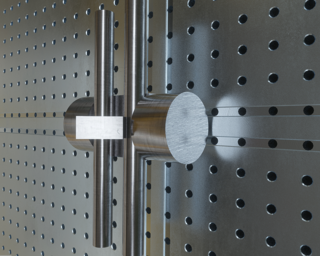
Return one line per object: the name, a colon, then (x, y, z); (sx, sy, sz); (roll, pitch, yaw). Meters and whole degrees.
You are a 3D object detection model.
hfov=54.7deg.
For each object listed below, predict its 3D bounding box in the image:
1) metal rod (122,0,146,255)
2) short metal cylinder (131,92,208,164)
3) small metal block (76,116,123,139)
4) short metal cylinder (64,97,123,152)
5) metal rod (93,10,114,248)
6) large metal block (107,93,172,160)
metal rod: (-0.030, 0.000, 0.365); (0.025, 0.025, 0.298); (1, 91, 40)
short metal cylinder: (0.013, 0.000, 0.358); (0.050, 0.081, 0.079); (1, 91, 41)
small metal block: (-0.068, -0.001, 0.363); (0.050, 0.050, 0.025); (-171, 81, -84)
short metal cylinder: (-0.088, -0.005, 0.441); (0.050, 0.081, 0.079); (2, 91, 40)
metal rod: (-0.073, 0.001, 0.400); (0.025, 0.025, 0.298); (1, 91, 40)
large metal block: (-0.028, -0.002, 0.411); (0.080, 0.050, 0.079); (1, 91, 40)
